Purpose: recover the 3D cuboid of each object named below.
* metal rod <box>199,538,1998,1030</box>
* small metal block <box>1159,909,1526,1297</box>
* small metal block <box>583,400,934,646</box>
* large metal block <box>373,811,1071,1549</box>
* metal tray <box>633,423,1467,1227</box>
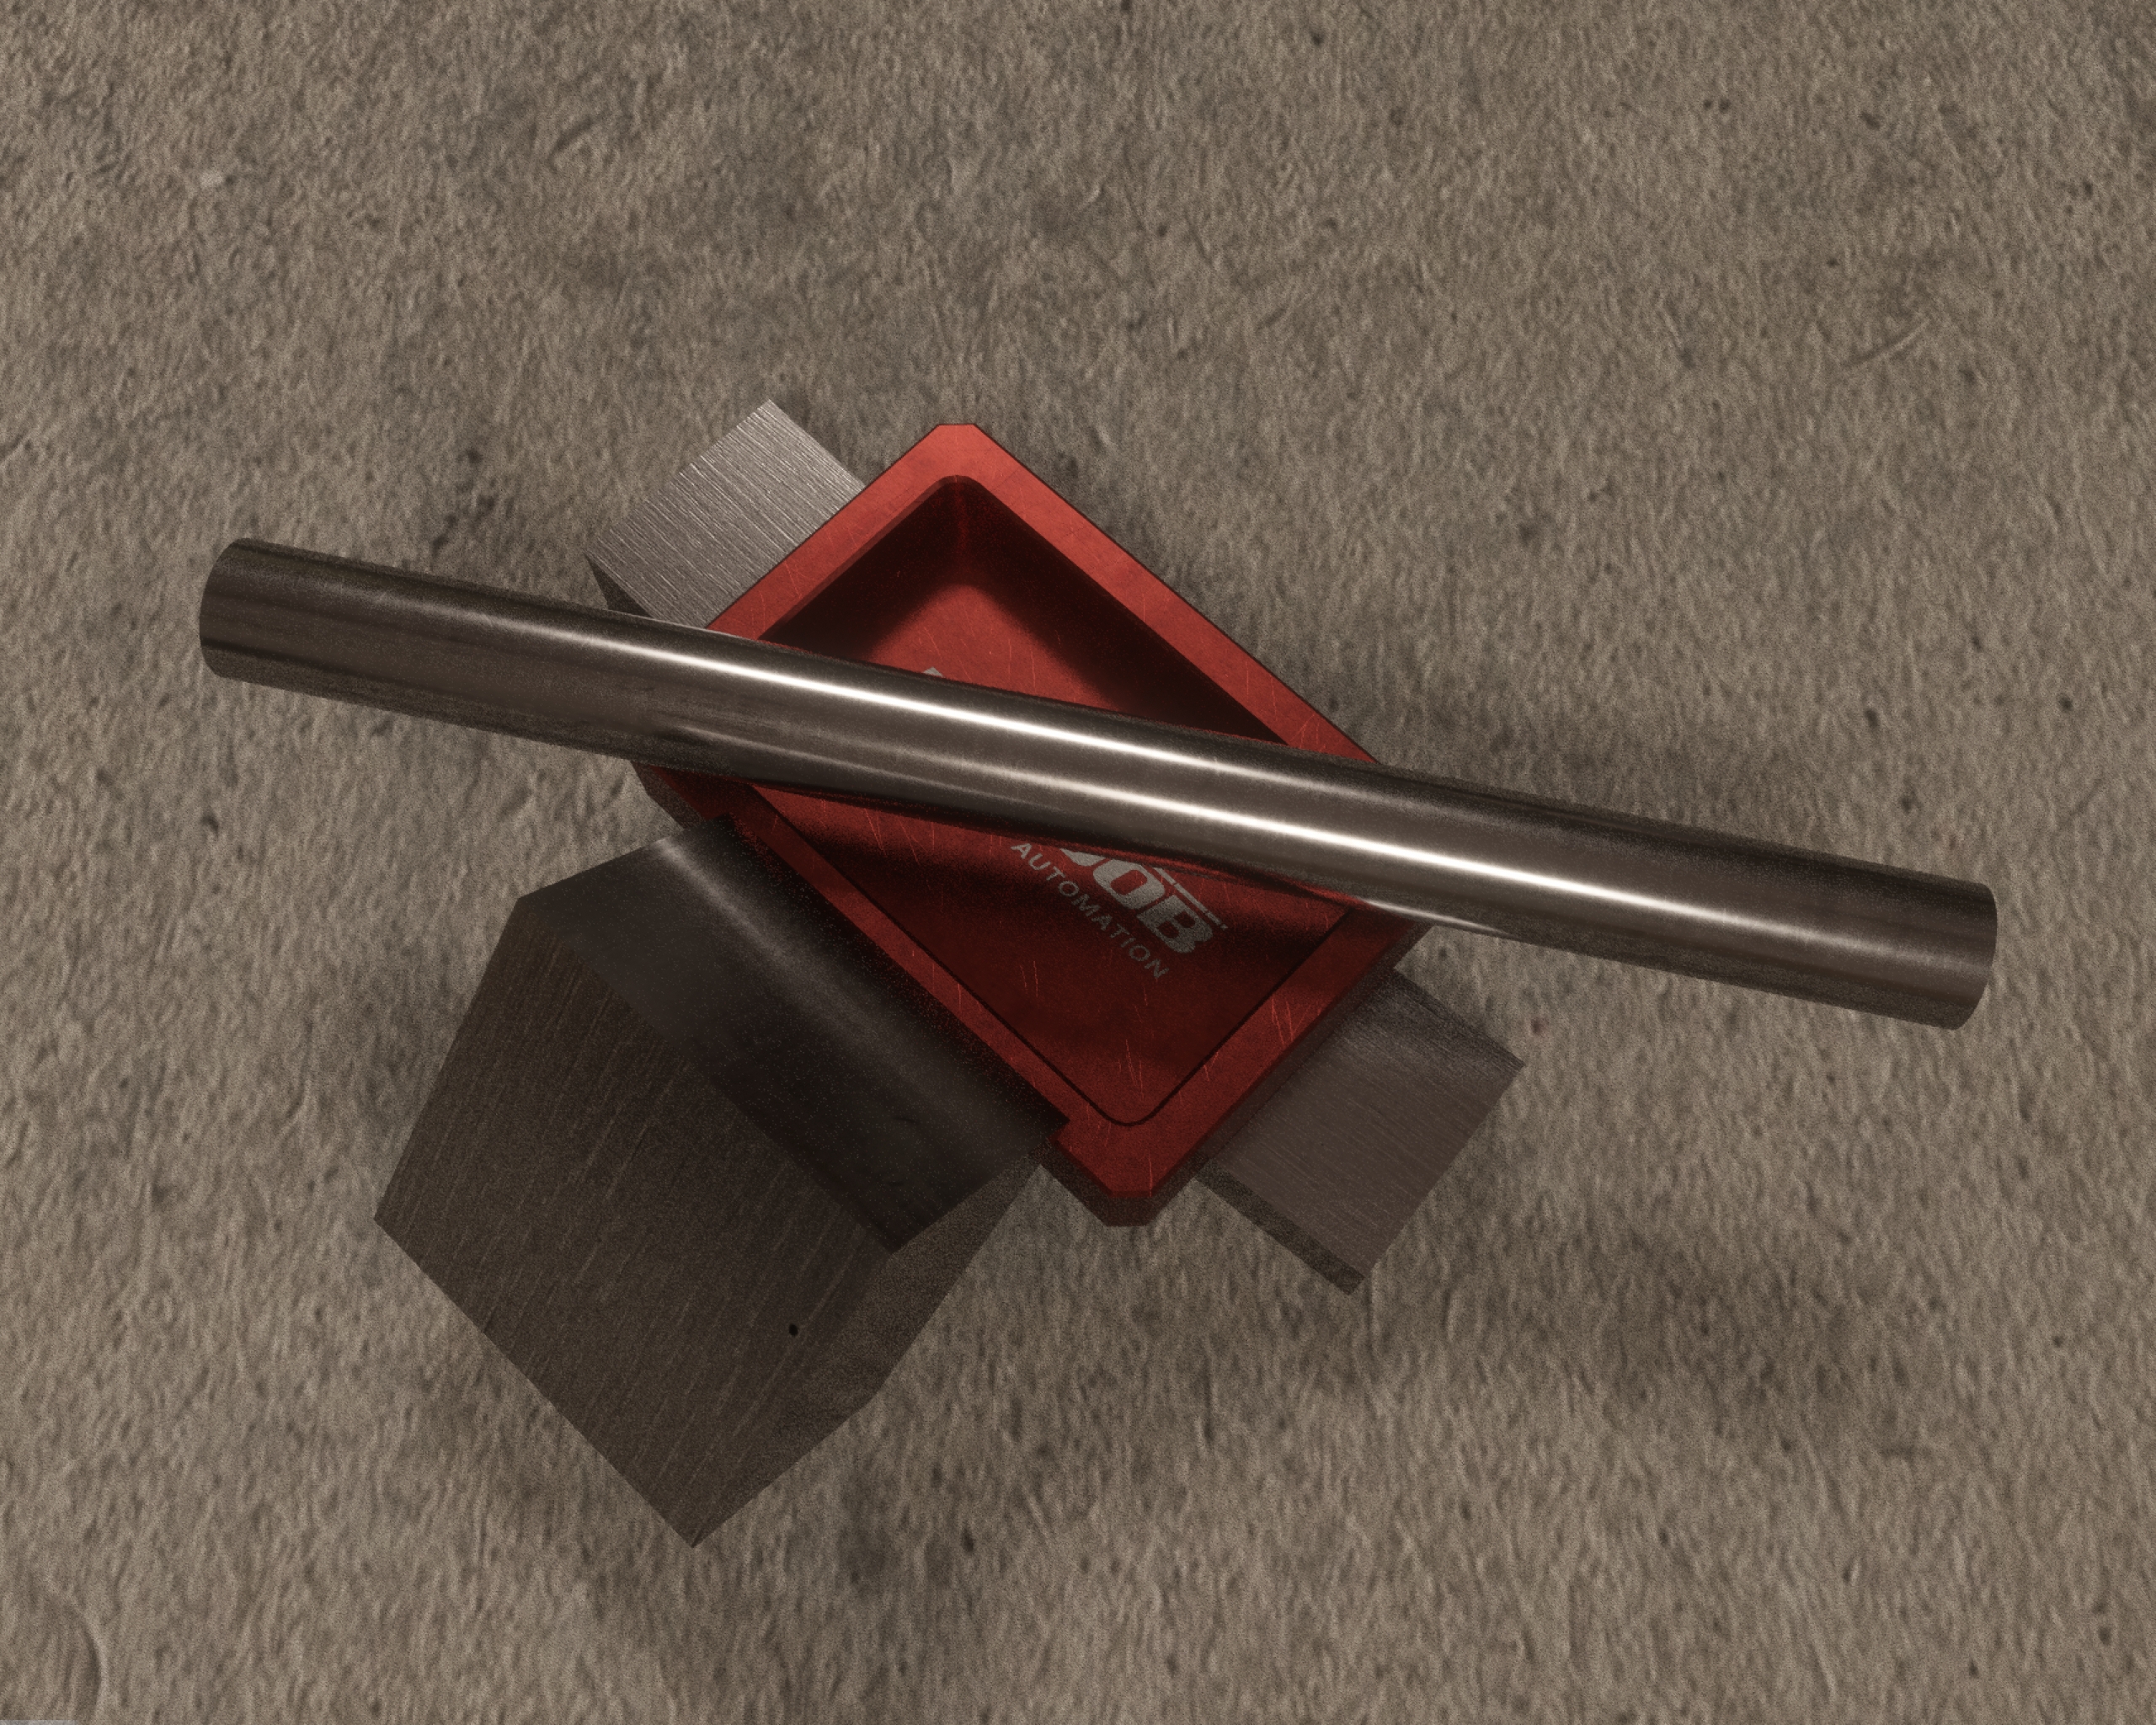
[{"bbox_3d":[0.000,-0.014,0.356,0.302,0.025,0.025,12,71,3],"label":"metal rod"},{"bbox_3d":[0.047,0.045,0.393,0.050,0.025,0.050,37,74,12],"label":"small metal block"},{"bbox_3d":[-0.063,-0.058,0.429,0.050,0.025,0.050,43,75,13],"label":"small metal block"},{"bbox_3d":[-0.062,0.052,0.351,0.080,0.079,0.050,41,33,13],"label":"large metal block"},{"bbox_3d":[-0.007,-0.009,0.382,0.130,0.030,0.090,42,75,13],"label":"metal tray"}]
